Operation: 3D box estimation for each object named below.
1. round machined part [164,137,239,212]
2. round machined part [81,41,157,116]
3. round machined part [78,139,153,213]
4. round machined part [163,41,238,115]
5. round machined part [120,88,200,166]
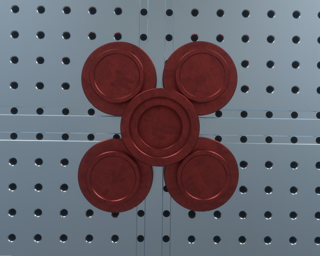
[{"bbox_3d":[0.055,0.061,0.405,0.099,0.042,0.097,0,90,-1],"label":"round machined part"},{"bbox_3d":[-0.054,-0.064,0.403,0.099,0.042,0.097,0,90,-1],"label":"round machined part"},{"bbox_3d":[-0.058,0.063,0.405,0.099,0.042,0.097,0,90,-1],"label":"round machined part"},{"bbox_3d":[0.053,-0.065,0.405,0.099,0.042,0.097,0,90,-1],"label":"round machined part"},{"bbox_3d":[0.000,-0.001,0.403,0.099,0.042,0.097,0,90,-1],"label":"round machined part"}]
